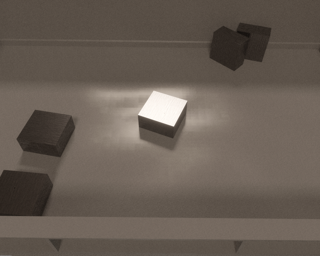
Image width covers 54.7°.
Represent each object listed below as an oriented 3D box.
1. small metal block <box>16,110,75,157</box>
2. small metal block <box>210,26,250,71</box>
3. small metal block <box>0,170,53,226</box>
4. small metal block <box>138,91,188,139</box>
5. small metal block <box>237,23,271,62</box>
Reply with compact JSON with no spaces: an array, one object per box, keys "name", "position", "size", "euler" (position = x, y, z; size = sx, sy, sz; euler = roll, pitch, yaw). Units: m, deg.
[{"name":"small metal block","position":[-0.145,0.006,0.398],"size":[0.050,0.025,0.050],"euler":[9,51,7]},{"name":"small metal block","position":[0.111,-0.128,0.498],"size":[0.050,0.050,0.025],"euler":[36,59,26]},{"name":"small metal block","position":[-0.153,0.076,0.339],"size":[0.050,0.025,0.050],"euler":[5,50,3]},{"name":"small metal block","position":[0.004,-0.019,0.421],"size":[0.050,0.025,0.050],"euler":[18,52,14]},{"name":"small metal block","position":[0.150,-0.140,0.509],"size":[0.050,0.050,0.025],"euler":[14,52,11]}]
